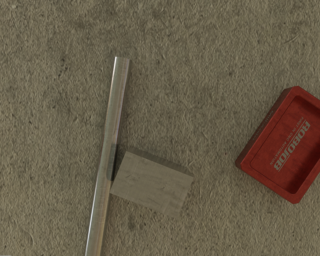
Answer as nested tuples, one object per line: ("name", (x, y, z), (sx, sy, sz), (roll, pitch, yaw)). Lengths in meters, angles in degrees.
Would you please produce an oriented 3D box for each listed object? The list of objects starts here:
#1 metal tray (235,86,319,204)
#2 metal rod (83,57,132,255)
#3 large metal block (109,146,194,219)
("metal tray", (0.173, 0.022, 0.409), (0.090, 0.030, 0.130), (34, 90, -1))
("metal rod", (-0.071, 0.057, 0.409), (0.025, 0.025, 0.298), (9, 90, -1))
("large metal block", (-0.009, 0.063, 0.382), (0.080, 0.080, 0.050), (22, 90, -1))
